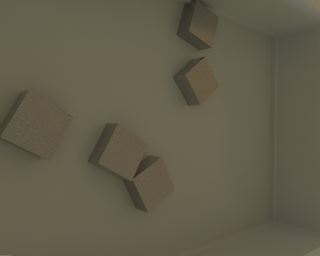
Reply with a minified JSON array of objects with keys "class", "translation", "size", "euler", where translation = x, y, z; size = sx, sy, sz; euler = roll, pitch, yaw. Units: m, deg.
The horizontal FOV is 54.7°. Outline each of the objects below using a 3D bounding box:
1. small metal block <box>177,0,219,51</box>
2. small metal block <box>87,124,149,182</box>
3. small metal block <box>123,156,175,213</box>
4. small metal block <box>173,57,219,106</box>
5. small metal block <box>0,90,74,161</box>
[{"class":"small metal block","translation":[0.056,-0.149,0.453],"size":[0.050,0.025,0.050],"euler":[23,76,-38]},{"class":"small metal block","translation":[-0.048,0.029,0.366],"size":[0.050,0.025,0.050],"euler":[37,67,-34]},{"class":"small metal block","translation":[-0.014,0.070,0.395],"size":[0.050,0.025,0.050],"euler":[-35,112,-35]},{"class":"small metal block","translation":[0.053,-0.068,0.451],"size":[0.050,0.025,0.050],"euler":[-45,117,-30]},{"class":"small metal block","translation":[-0.122,-0.002,0.304],"size":[0.050,0.025,0.050],"euler":[36,68,-34]}]
